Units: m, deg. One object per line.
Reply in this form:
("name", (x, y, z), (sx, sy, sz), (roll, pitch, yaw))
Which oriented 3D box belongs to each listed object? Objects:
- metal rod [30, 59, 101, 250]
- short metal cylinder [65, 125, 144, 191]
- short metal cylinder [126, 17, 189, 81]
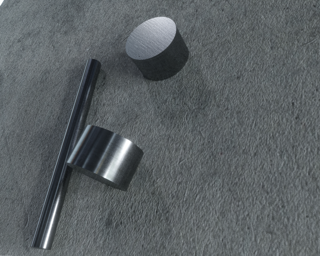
("metal rod", (-0.132, 0.020, 0.460), (0.025, 0.025, 0.300), (-6, 59, 25))
("short metal cylinder", (-0.067, 0.038, 0.380), (0.080, 0.080, 0.050), (12, 68, 33))
("short metal cylinder", (-0.004, -0.117, 0.462), (0.080, 0.050, 0.080), (-13, 56, 21))
